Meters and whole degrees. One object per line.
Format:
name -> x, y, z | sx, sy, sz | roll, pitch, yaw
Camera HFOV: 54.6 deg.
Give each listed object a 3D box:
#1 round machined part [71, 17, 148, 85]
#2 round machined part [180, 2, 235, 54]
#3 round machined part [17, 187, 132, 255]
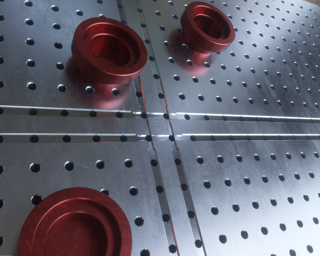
round machined part -> -0.070, -0.098, 0.419 | 0.099, 0.042, 0.098 | 13, 56, -21
round machined part -> 0.079, -0.170, 0.542 | 0.099, 0.042, 0.098 | 13, 56, -21
round machined part -> -0.079, 0.109, 0.288 | 0.099, 0.042, 0.098 | 13, 56, -21
